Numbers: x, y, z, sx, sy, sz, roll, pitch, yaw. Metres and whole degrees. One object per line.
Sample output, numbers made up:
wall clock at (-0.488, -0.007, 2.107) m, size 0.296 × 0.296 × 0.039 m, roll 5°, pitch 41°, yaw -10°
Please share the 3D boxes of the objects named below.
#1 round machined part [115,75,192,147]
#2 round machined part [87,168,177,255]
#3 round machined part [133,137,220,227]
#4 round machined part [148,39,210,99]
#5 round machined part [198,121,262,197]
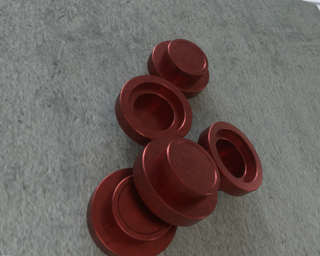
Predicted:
round machined part at (-0.011, -0.016, 0.398) m, size 0.099 × 0.042 × 0.098 m, roll 14°, pitch 56°, yaw -21°
round machined part at (-0.024, 0.087, 0.328) m, size 0.099 × 0.042 × 0.098 m, roll 14°, pitch 56°, yaw -21°
round machined part at (0.024, 0.049, 0.328) m, size 0.099 × 0.042 × 0.098 m, roll 26°, pitch 39°, yaw -23°
round machined part at (0.034, -0.096, 0.472) m, size 0.099 × 0.042 × 0.098 m, roll 14°, pitch 56°, yaw -21°
round machined part at (0.085, 0.043, 0.405) m, size 0.099 × 0.042 × 0.098 m, roll 25°, pitch 46°, yaw -29°
